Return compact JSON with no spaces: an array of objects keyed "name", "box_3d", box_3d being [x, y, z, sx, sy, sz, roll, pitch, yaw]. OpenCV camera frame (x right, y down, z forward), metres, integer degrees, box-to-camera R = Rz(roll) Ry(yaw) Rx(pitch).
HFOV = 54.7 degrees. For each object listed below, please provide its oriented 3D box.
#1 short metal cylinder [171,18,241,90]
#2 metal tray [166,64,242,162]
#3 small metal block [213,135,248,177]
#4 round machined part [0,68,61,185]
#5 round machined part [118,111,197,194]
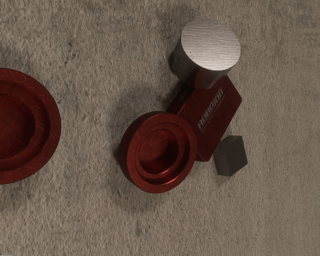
[{"name":"short metal cylinder","box_3d":[0.060,-0.099,0.418,0.081,0.050,0.080,5,67,-12]},{"name":"metal tray","box_3d":[0.065,-0.026,0.459,0.090,0.030,0.130,49,61,-29]},{"name":"small metal block","box_3d":[0.114,0.044,0.503,0.050,0.025,0.050,-26,106,-37]},{"name":"round machined part","box_3d":[-0.144,-0.002,0.274,0.099,0.042,0.097,0,90,-40]},{"name":"round machined part","box_3d":[-0.006,0.027,0.382,0.099,0.042,0.097,-7,104,-31]}]
